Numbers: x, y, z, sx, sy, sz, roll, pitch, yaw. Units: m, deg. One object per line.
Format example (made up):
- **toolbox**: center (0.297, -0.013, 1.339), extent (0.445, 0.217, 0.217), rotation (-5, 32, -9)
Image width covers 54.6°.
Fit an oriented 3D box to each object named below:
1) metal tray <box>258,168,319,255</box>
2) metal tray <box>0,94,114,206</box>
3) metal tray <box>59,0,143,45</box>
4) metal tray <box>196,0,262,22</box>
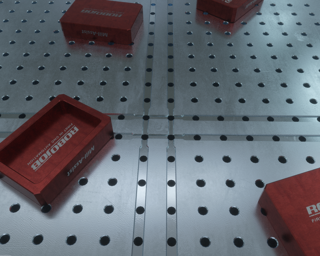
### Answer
- **metal tray**: center (0.187, 0.088, 0.331), extent (0.131, 0.030, 0.090), rotation (-14, 51, -12)
- **metal tray**: center (-0.132, 0.021, 0.386), extent (0.090, 0.030, 0.130), rotation (26, 55, 20)
- **metal tray**: center (-0.105, -0.200, 0.572), extent (0.131, 0.030, 0.090), rotation (10, 51, 8)
- **metal tray**: center (0.147, -0.269, 0.631), extent (0.090, 0.030, 0.131), rotation (33, 57, 24)
